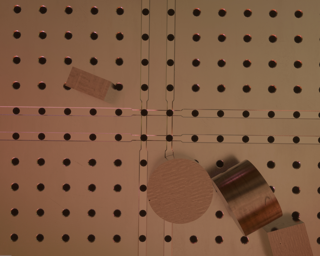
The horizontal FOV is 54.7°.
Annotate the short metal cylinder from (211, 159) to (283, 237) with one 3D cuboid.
[{"bbox_3d":[0.106,0.086,0.387,0.050,0.080,0.080,-29,90,0],"label":"short metal cylinder"}]

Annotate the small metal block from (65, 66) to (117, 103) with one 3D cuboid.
[{"bbox_3d":[-0.087,-0.054,0.400,0.050,0.050,0.025,22,90,0],"label":"small metal block"}]

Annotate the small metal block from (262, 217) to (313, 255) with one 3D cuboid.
[{"bbox_3d":[0.170,0.154,0.415,0.050,0.025,0.050,-15,90,0],"label":"small metal block"}]

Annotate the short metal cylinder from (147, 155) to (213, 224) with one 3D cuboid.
[{"bbox_3d":[0.024,0.077,0.401,0.081,0.050,0.079,0,90,0],"label":"short metal cylinder"}]
